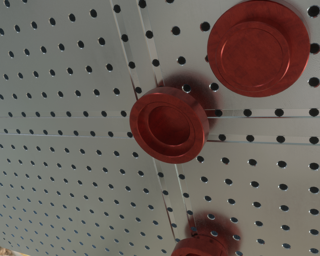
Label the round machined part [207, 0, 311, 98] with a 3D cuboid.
[{"bbox_3d":[0.093,-0.074,0.305,0.098,0.042,0.097,13,124,21],"label":"round machined part"}]

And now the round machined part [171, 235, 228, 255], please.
[{"bbox_3d":[0.070,0.211,0.494,0.098,0.042,0.097,13,124,21],"label":"round machined part"}]

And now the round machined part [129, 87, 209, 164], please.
[{"bbox_3d":[0.015,-0.007,0.389,0.098,0.042,0.097,13,124,21],"label":"round machined part"}]
